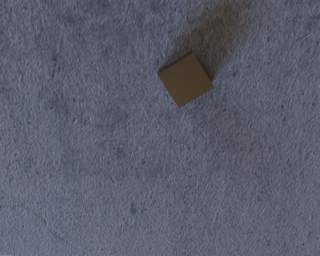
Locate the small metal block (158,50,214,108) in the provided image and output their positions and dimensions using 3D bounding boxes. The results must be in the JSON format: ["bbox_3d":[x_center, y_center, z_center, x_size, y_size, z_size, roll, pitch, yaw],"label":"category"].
[{"bbox_3d":[0.032,-0.061,0.388,0.050,0.025,0.050,-31,108,10],"label":"small metal block"}]
